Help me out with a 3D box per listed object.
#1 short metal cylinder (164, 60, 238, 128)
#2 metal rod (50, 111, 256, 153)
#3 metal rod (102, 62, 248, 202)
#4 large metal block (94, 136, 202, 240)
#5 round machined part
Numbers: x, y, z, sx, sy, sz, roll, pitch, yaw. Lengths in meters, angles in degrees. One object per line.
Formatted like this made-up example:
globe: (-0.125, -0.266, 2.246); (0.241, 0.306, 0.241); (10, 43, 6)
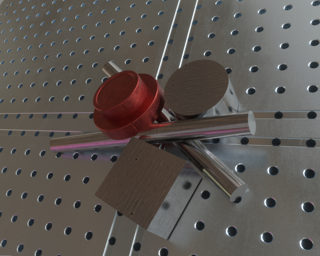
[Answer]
short metal cylinder: (0.052, -0.038, 0.386); (0.080, 0.050, 0.080); (-13, 56, 20)
metal rod: (-0.033, 0.010, 0.394); (0.300, 0.025, 0.025); (-7, 58, 32)
metal rod: (0.000, -0.015, 0.417); (0.025, 0.025, 0.300); (-43, 51, -2)
large metal block: (-0.013, 0.066, 0.354); (0.080, 0.050, 0.080); (22, 73, 35)
round machined part: (-0.046, -0.036, 0.399); (0.098, 0.042, 0.098); (-19, 44, 20)
